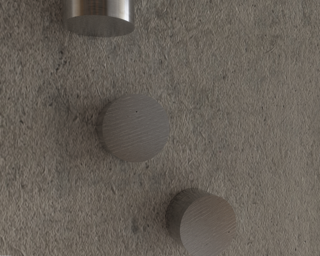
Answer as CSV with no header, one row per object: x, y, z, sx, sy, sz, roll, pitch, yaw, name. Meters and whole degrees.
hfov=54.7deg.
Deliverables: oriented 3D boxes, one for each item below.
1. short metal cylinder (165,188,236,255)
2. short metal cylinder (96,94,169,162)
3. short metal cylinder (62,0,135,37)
0.054,0.125,0.416,0.081,0.050,0.080,0,90,-20,short metal cylinder
-0.035,0.000,0.383,0.081,0.050,0.080,0,90,-20,short metal cylinder
-0.069,-0.140,0.354,0.081,0.080,0.050,-1,91,-20,short metal cylinder
